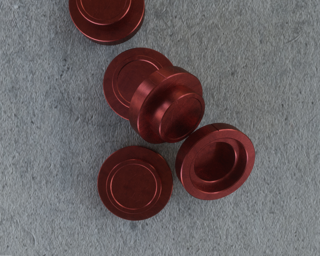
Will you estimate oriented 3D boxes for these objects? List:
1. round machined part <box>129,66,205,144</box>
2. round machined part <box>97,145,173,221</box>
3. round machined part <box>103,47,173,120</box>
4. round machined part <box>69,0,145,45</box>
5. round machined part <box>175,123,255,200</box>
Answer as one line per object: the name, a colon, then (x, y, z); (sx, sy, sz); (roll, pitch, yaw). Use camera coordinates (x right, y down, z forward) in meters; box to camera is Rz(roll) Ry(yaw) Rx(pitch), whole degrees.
round machined part: (0.015, -0.021, 0.372); (0.098, 0.098, 0.042); (-49, 52, 0)
round machined part: (-0.032, 0.072, 0.401); (0.099, 0.042, 0.097); (0, 90, 0)
round machined part: (-0.025, -0.056, 0.401); (0.099, 0.042, 0.097); (0, 90, 0)
round machined part: (-0.069, -0.161, 0.401); (0.099, 0.042, 0.097); (0, 90, 0)
round machined part: (0.065, 0.038, 0.388); (0.099, 0.042, 0.097); (-8, 115, -16)
